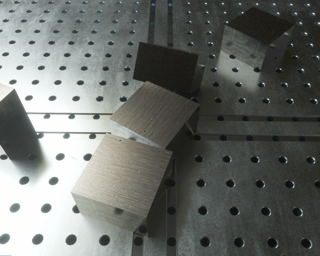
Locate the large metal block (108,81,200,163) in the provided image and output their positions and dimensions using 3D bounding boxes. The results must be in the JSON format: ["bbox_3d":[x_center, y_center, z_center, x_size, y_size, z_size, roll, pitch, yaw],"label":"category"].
[{"bbox_3d":[-0.006,-0.004,0.395,0.080,0.050,0.080,27,55,20],"label":"large metal block"}]

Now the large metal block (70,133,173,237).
[{"bbox_3d":[-0.037,0.060,0.341,0.080,0.050,0.080,15,52,12],"label":"large metal block"}]

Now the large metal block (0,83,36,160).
[{"bbox_3d":[-0.215,-0.016,0.384,0.080,0.080,0.050,19,53,15],"label":"large metal block"}]

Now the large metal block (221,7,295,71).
[{"bbox_3d":[0.162,-0.151,0.519,0.080,0.050,0.080,37,59,27],"label":"large metal block"}]

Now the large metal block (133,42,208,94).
[{"bbox_3d":[0.017,-0.087,0.441,0.080,0.050,0.080,16,16,13],"label":"large metal block"}]
